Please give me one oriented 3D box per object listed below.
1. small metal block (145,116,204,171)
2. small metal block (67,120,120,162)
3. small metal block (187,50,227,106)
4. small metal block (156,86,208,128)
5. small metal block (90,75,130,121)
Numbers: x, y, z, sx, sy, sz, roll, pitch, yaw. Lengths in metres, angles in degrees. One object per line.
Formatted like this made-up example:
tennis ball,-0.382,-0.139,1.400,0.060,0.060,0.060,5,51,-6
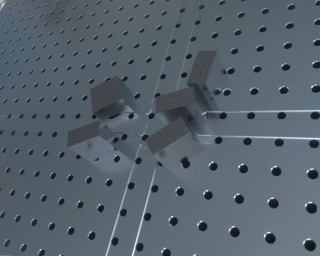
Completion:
small metal block,0.019,0.020,0.371,0.050,0.050,0.025,-33,52,7
small metal block,-0.091,0.019,0.430,0.050,0.050,0.025,-20,54,17
small metal block,0.062,-0.064,0.400,0.025,0.050,0.050,7,65,31
small metal block,0.028,-0.022,0.392,0.050,0.050,0.025,-14,56,21
small metal block,-0.078,-0.046,0.478,0.050,0.025,0.050,-25,53,13
